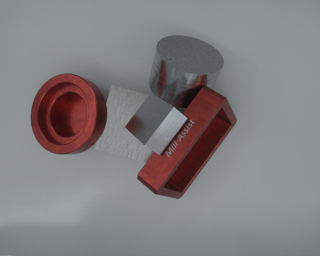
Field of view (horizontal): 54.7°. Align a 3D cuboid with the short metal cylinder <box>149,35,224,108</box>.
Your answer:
[{"bbox_3d":[0.030,-0.069,0.376,0.080,0.080,0.050,16,134,-1],"label":"short metal cylinder"}]

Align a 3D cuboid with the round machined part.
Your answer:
[{"bbox_3d":[-0.109,-0.016,0.388,0.098,0.042,0.097,-2,84,22],"label":"round machined part"}]

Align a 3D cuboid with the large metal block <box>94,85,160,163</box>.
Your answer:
[{"bbox_3d":[-0.030,-0.003,0.397,0.080,0.050,0.080,15,90,-1],"label":"large metal block"}]

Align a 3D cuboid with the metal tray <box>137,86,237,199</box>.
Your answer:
[{"bbox_3d":[0.038,0.023,0.377,0.030,0.090,0.130,36,89,27],"label":"metal tray"}]

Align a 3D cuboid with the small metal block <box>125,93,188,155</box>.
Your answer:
[{"bbox_3d":[-0.005,-0.006,0.346,0.025,0.050,0.050,37,90,-39],"label":"small metal block"}]
